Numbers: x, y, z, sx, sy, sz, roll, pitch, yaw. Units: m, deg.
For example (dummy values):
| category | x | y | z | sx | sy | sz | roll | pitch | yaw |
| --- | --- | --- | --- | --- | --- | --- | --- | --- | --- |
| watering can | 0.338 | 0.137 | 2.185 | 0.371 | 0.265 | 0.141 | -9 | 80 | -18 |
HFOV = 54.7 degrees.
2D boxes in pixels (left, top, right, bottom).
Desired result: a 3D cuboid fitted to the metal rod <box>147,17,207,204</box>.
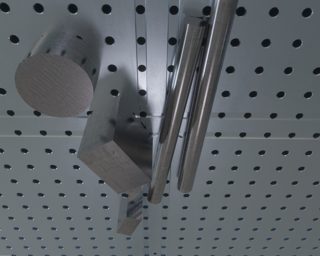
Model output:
| category | x | y | z | sx | sy | sz | roll | pitch | yaw |
| --- | --- | --- | --- | --- | --- | --- | --- | --- | --- |
| metal rod | 0.014 | 0.003 | 0.414 | 0.025 | 0.025 | 0.298 | 7 | 130 | -6 |

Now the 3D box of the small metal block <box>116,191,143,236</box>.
| category | x | y | z | sx | sy | sz | roll | pitch | yaw |
| --- | --- | --- | --- | --- | --- | --- | --- | --- | --- |
| small metal block | -0.050 | 0.143 | 0.516 | 0.025 | 0.050 | 0.050 | 18 | 128 | -15 |

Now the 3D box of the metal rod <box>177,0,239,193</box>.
| category | x | y | z | sx | sy | sz | roll | pitch | yaw |
| --- | --- | --- | --- | --- | --- | --- | --- | --- | --- |
| metal rod | 0.052 | -0.020 | 0.395 | 0.025 | 0.025 | 0.298 | 4 | 130 | -3 |

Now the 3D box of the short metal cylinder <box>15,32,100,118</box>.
| category | x | y | z | sx | sy | sz | roll | pitch | yaw |
| --- | --- | --- | --- | --- | --- | --- | --- | --- | --- |
| short metal cylinder | -0.111 | -0.058 | 0.345 | 0.081 | 0.050 | 0.079 | 0 | 130 | 0 |

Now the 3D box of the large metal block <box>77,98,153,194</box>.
| category | x | y | z | sx | sy | sz | roll | pitch | yaw |
| --- | --- | --- | --- | --- | --- | --- | --- | --- | --- |
| large metal block | -0.052 | 0.023 | 0.395 | 0.050 | 0.080 | 0.080 | -24 | 126 | 19 |
